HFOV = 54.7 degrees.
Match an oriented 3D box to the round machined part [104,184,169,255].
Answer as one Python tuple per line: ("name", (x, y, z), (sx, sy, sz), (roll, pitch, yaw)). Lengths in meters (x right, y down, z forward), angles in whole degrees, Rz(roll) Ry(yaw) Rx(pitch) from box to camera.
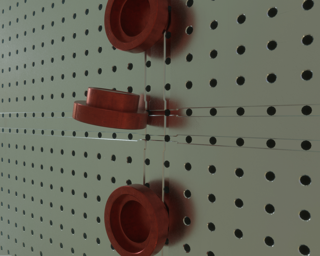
("round machined part", (-0.027, 0.124, 0.419), (0.098, 0.042, 0.097), (0, 90, 39))

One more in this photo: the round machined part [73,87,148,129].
("round machined part", (-0.064, -0.029, 0.412), (0.098, 0.099, 0.042), (16, 100, 38))

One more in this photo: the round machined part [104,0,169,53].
("round machined part", (-0.027, -0.150, 0.419), (0.098, 0.042, 0.097), (0, 90, 39))
